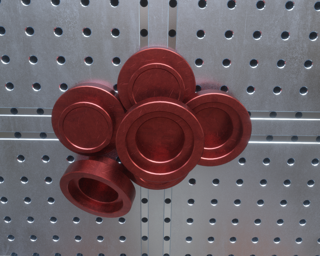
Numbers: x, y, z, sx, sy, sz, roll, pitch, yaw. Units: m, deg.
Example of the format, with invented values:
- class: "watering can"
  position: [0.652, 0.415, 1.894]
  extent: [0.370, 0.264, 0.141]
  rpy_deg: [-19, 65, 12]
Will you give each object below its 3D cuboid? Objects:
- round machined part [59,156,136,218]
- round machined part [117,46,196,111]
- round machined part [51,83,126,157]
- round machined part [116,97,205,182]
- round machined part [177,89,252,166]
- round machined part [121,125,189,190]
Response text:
- class: "round machined part"
  position: [-0.079, 0.075, 0.417]
  extent: [0.098, 0.042, 0.097]
  rpy_deg: [9, 134, 10]
- class: "round machined part"
  position: [-0.004, -0.050, 0.386]
  extent: [0.099, 0.042, 0.097]
  rpy_deg: [0, 110, 0]
- class: "round machined part"
  position: [-0.091, -0.006, 0.401]
  extent: [0.099, 0.042, 0.097]
  rpy_deg: [0, 110, 0]
- class: "round machined part"
  position: [0.000, 0.010, 0.362]
  extent: [0.099, 0.042, 0.097]
  rpy_deg: [0, 110, 0]
- class: "round machined part"
  position: [0.064, -0.003, 0.403]
  extent: [0.099, 0.042, 0.097]
  rpy_deg: [0, 110, 0]
- class: "round machined part"
  position: [-0.004, 0.042, 0.419]
  extent: [0.099, 0.042, 0.097]
  rpy_deg: [0, 110, 0]
